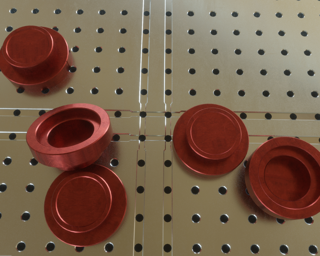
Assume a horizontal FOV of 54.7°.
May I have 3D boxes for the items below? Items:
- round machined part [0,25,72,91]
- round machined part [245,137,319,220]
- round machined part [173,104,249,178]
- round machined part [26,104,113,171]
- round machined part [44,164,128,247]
[{"bbox_3d":[-0.180,-0.105,0.439,0.099,0.042,0.098,0,70,-1],"label":"round machined part"},{"bbox_3d":[0.153,0.063,0.382,0.099,0.042,0.098,0,70,-1],"label":"round machined part"},{"bbox_3d":[0.066,0.013,0.399,0.099,0.042,0.098,0,70,-1],"label":"round machined part"},{"bbox_3d":[-0.107,0.014,0.381,0.099,0.042,0.098,-3,39,3],"label":"round machined part"},{"bbox_3d":[-0.089,0.089,0.369,0.099,0.042,0.098,0,70,-1],"label":"round machined part"}]
